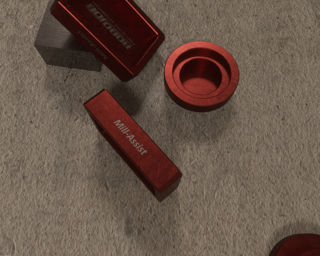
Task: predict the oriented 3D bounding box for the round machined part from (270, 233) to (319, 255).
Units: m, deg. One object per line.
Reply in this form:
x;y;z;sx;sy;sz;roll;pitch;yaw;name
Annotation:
0.172;0.167;0.340;0.099;0.042;0.098;0;70;-1;round machined part

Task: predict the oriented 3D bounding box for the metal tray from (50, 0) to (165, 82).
-0.064;-0.136;0.410;0.130;0.030;0.090;43;58;-20;metal tray

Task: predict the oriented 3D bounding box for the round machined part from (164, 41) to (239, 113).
0.055;-0.066;0.424;0.099;0.042;0.098;0;70;-1;round machined part

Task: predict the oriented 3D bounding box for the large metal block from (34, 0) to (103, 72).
-0.120;-0.132;0.442;0.080;0.050;0.080;8;70;3;large metal block

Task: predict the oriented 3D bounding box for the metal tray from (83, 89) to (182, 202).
-0.031;0.024;0.364;0.030;0.090;0.130;-40;75;-13;metal tray
